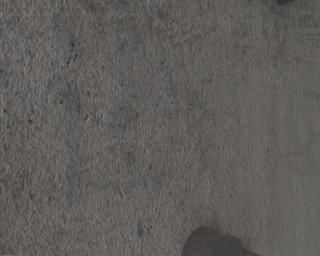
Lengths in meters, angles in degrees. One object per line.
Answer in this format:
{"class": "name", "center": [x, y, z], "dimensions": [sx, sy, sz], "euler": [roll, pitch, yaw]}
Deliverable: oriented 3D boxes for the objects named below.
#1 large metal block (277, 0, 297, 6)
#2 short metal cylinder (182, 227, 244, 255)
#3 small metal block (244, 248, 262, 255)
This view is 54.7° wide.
{"class": "large metal block", "center": [0.251, -0.301, 0.597], "dimensions": [0.080, 0.050, 0.080], "euler": [48, 62, -30]}
{"class": "short metal cylinder", "center": [0.078, 0.192, 0.454], "dimensions": [0.081, 0.050, 0.080], "euler": [0, 90, -40]}
{"class": "small metal block", "center": [0.144, 0.233, 0.526], "dimensions": [0.050, 0.025, 0.050], "euler": [34, 69, -35]}
